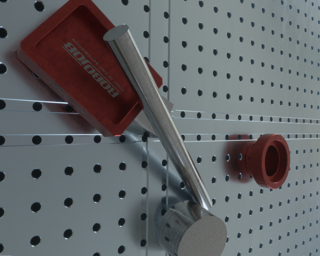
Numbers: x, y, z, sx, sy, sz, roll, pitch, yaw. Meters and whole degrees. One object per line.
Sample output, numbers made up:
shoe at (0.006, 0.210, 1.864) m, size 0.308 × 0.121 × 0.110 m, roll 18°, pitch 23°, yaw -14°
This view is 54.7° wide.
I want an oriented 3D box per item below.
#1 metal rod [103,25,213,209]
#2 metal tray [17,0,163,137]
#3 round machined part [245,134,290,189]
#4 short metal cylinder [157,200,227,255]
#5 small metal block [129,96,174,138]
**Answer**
metal rod at (0.014, 0.015, 0.372) m, size 0.025 × 0.025 × 0.299 m, roll -54°, pitch 137°, yaw -26°
metal tray at (-0.069, -0.064, 0.332) m, size 0.130 × 0.030 × 0.090 m, roll 46°, pitch 66°, yaw -20°
round machined part at (0.193, 0.059, 0.563) m, size 0.099 × 0.042 × 0.097 m, roll 0°, pitch 90°, yaw -40°
short metal cylinder at (0.044, 0.146, 0.420) m, size 0.081 × 0.050 × 0.079 m, roll -8°, pitch 106°, yaw -30°
small metal block at (-0.016, -0.020, 0.398) m, size 0.050 × 0.025 × 0.050 m, roll 33°, pitch 69°, yaw -36°
